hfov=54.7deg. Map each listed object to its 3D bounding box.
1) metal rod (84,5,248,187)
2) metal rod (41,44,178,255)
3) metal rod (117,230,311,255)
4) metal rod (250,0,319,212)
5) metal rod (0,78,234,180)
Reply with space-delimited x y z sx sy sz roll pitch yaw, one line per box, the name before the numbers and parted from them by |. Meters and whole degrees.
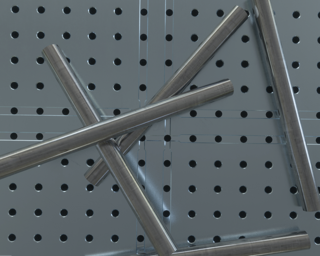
metal rod | 0.008 -0.043 0.413 0.025 0.025 0.300 42 90 -1
metal rod | -0.067 0.022 0.388 0.025 0.025 0.299 -32 81 0
metal rod | 0.046 0.170 0.414 0.302 0.025 0.025 -8 90 -1
metal rod | 0.168 -0.037 0.415 0.025 0.025 0.298 -14 90 0
metal rod | -0.044 -0.005 0.373 0.302 0.025 0.025 -20 90 -16
